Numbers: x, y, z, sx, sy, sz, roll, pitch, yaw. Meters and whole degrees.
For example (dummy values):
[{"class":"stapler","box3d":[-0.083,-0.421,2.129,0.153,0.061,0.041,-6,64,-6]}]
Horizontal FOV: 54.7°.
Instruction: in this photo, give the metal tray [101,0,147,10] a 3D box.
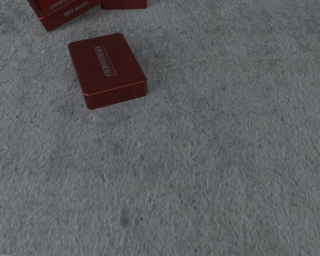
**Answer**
[{"class":"metal tray","box3d":[-0.075,-0.295,0.647,0.091,0.030,0.130,-3,50,-3]}]

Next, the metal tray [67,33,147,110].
[{"class":"metal tray","box3d":[-0.083,-0.092,0.476,0.091,0.030,0.130,-16,52,-14]}]

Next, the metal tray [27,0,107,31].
[{"class":"metal tray","box3d":[-0.174,-0.244,0.581,0.131,0.030,0.090,-33,56,-7]}]
